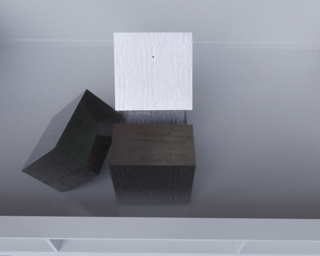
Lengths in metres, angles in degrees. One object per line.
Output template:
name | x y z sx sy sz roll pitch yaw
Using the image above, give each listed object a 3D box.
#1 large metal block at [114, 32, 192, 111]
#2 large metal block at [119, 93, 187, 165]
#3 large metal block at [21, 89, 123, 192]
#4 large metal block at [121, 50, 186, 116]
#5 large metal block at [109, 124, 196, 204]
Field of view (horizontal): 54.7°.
large metal block | -0.007 -0.061 0.345 0.081 0.079 0.050 -1 5 -1
large metal block | -0.009 0.001 0.388 0.081 0.050 0.080 0 50 -1
large metal block | -0.096 0.016 0.342 0.050 0.080 0.080 38 46 -25
large metal block | -0.009 -0.060 0.417 0.081 0.080 0.050 -1 50 -1
large metal block | -0.007 0.041 0.332 0.081 0.080 0.050 0 50 0
